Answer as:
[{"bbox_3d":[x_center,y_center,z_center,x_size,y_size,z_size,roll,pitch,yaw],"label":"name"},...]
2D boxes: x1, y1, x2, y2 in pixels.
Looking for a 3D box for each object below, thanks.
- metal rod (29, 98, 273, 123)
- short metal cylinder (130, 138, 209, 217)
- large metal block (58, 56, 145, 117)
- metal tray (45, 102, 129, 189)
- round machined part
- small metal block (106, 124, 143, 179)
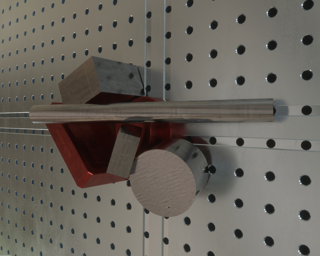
[{"bbox_3d":[-0.026,-0.018,0.367,0.301,0.025,0.025,0,90,20],"label":"metal rod"},{"bbox_3d":[0.012,0.057,0.366,0.080,0.050,0.079,6,105,23],"label":"short metal cylinder"},{"bbox_3d":[-0.082,-0.053,0.436,0.080,0.081,0.050,-27,74,36],"label":"large metal block"},{"bbox_3d":[-0.100,0.020,0.446,0.030,0.091,0.130,-51,61,28],"label":"metal tray"},{"bbox_3d":[-0.024,0.006,0.420,0.098,0.042,0.097,0,90,39],"label":"round machined part"},{"bbox_3d":[-0.041,0.025,0.368,0.025,0.050,0.050,17,102,-5],"label":"small metal block"}]
